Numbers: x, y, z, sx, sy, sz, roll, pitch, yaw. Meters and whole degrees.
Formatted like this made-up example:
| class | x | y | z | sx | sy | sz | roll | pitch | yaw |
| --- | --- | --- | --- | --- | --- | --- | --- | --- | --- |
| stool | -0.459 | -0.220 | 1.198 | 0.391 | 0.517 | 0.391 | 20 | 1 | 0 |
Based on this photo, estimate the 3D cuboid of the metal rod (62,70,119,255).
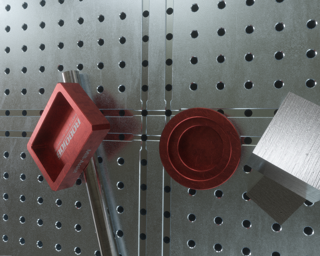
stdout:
| class | x | y | z | sx | sy | sz | roll | pitch | yaw |
| --- | --- | --- | --- | --- | --- | --- | --- | --- | --- |
| metal rod | -0.098 | 0.064 | 0.445 | 0.025 | 0.025 | 0.298 | -15 | 85 | 19 |

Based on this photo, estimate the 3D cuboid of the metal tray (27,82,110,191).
| class | x | y | z | sx | sy | sz | roll | pitch | yaw |
| --- | --- | --- | --- | --- | --- | --- | --- | --- | --- |
| metal tray | -0.131 | 0.013 | 0.429 | 0.090 | 0.030 | 0.129 | 49 | 120 | 22 |

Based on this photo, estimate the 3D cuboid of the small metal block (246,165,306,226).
| class | x | y | z | sx | sy | sz | roll | pitch | yaw |
| --- | --- | --- | --- | --- | --- | --- | --- | --- | --- |
| small metal block | 0.139 | 0.076 | 0.364 | 0.050 | 0.025 | 0.050 | 42 | 103 | 14 |

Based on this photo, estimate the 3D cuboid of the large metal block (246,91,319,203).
| class | x | y | z | sx | sy | sz | roll | pitch | yaw |
| --- | --- | --- | --- | --- | --- | --- | --- | --- | --- |
| large metal block | 0.151 | 0.021 | 0.331 | 0.080 | 0.050 | 0.080 | 31 | 76 | 17 |

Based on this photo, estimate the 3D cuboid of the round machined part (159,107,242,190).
| class | x | y | z | sx | sy | sz | roll | pitch | yaw |
| --- | --- | --- | --- | --- | --- | --- | --- | --- | --- |
| round machined part | 0.052 | 0.024 | 0.385 | 0.098 | 0.042 | 0.097 | 0 | 90 | 19 |
